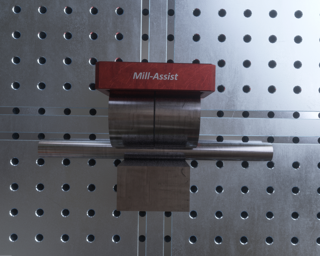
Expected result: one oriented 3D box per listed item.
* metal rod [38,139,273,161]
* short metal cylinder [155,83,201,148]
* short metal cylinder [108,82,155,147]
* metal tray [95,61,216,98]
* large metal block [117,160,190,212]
[{"bbox_3d":[-0.005,0.029,0.409,0.302,0.025,0.025,1,90,0],"label":"metal rod"},{"bbox_3d":[0.020,-0.016,0.383,0.050,0.080,0.079,2,90,0],"label":"short metal cylinder"},{"bbox_3d":[-0.032,-0.016,0.383,0.050,0.080,0.079,1,90,0],"label":"short metal cylinder"},{"bbox_3d":[-0.005,-0.056,0.377,0.131,0.090,0.030,1,90,0],"label":"metal tray"},{"bbox_3d":[-0.007,0.067,0.382,0.081,0.080,0.050,1,90,0],"label":"large metal block"}]
